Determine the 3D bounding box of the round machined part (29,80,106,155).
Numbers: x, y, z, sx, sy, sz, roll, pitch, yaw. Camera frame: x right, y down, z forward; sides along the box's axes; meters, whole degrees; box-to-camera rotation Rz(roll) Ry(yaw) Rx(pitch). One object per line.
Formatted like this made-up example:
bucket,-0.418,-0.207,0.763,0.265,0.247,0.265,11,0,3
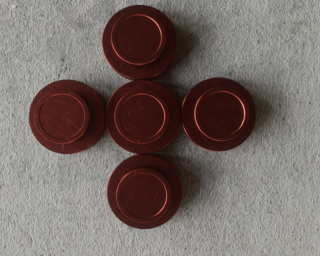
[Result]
round machined part,-0.121,-0.014,0.401,0.099,0.042,0.097,0,90,-1

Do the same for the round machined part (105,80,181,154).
round machined part,-0.022,-0.014,0.402,0.099,0.042,0.097,0,90,-1

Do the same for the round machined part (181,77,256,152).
round machined part,0.077,-0.018,0.404,0.099,0.042,0.097,0,90,-1

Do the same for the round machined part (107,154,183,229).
round machined part,-0.020,0.083,0.402,0.099,0.042,0.097,0,90,-1

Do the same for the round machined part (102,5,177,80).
round machined part,-0.027,-0.112,0.402,0.099,0.042,0.097,0,90,-1
